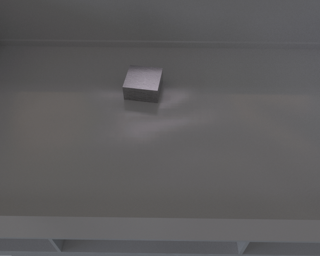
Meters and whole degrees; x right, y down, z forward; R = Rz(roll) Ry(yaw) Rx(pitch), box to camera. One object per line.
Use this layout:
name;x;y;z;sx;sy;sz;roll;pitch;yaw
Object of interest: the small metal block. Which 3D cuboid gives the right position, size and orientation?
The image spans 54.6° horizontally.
small metal block;-0.024;-0.066;0.461;0.050;0.025;0.050;7;50;5
